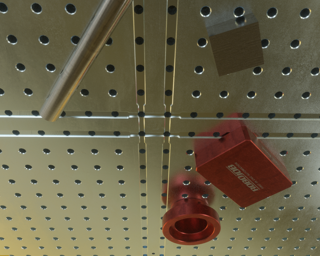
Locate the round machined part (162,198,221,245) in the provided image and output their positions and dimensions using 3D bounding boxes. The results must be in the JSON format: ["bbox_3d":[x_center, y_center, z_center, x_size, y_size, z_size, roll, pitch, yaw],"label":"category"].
[{"bbox_3d":[0.053,0.159,0.537,0.099,0.042,0.097,-1,130,0],"label":"round machined part"}]

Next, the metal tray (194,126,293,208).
[{"bbox_3d":[0.125,0.063,0.464,0.090,0.030,0.130,-34,123,25],"label":"metal tray"}]

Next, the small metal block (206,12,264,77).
[{"bbox_3d":[0.082,-0.090,0.337,0.050,0.025,0.050,-15,129,12],"label":"small metal block"}]

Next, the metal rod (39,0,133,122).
[{"bbox_3d":[-0.055,-0.111,0.316,0.025,0.025,0.299,28,125,-22],"label":"metal rod"}]
